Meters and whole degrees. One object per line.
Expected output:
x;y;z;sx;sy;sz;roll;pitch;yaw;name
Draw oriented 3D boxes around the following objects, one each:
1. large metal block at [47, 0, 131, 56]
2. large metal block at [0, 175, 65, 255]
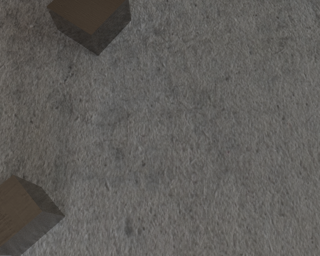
-0.101;-0.168;0.455;0.080;0.050;0.080;34;73;11;large metal block
-0.163;0.104;0.339;0.080;0.080;0.050;-41;76;-14;large metal block
